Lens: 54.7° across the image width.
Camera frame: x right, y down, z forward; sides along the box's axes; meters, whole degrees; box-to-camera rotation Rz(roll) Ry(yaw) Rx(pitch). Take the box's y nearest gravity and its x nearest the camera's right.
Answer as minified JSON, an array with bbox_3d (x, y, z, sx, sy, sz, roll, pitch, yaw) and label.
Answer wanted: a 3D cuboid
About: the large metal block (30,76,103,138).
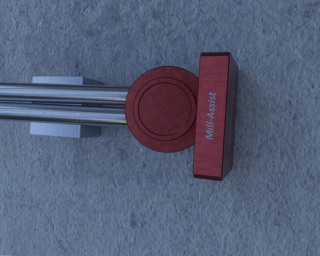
[{"bbox_3d":[-0.131,-0.029,0.438,0.080,0.050,0.079,4,91,19],"label":"large metal block"}]

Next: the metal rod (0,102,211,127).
[{"bbox_3d":[-0.082,-0.015,0.390,0.302,0.025,0.025,3,91,7],"label":"metal rod"}]

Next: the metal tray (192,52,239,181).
[{"bbox_3d":[0.066,-0.012,0.351,0.030,0.090,0.129,4,91,20],"label":"metal tray"}]

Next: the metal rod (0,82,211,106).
[{"bbox_3d":[-0.081,-0.042,0.389,0.302,0.025,0.025,3,91,7],"label":"metal rod"}]

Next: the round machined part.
[{"bbox_3d":[0.008,-0.021,0.346,0.098,0.042,0.097,0,92,9],"label":"round machined part"}]
